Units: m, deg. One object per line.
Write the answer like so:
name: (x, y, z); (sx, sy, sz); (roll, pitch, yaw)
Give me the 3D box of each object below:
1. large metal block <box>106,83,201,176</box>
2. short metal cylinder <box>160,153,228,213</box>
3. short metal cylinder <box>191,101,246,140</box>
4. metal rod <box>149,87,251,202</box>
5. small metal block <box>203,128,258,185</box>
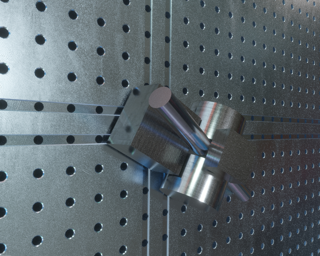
large metal block: (-0.005, 0.003, 0.381); (0.080, 0.050, 0.080); (36, 68, -34)
short metal cylinder: (0.046, 0.073, 0.408); (0.080, 0.080, 0.050); (37, 67, -34)
short metal cylinder: (0.073, 0.004, 0.431); (0.080, 0.080, 0.050); (34, 69, -35)
metal rod: (0.071, 0.041, 0.413); (0.300, 0.025, 0.025); (45, 62, -48)
small metal block: (0.085, 0.035, 0.374); (0.050, 0.025, 0.050); (32, 70, -26)
